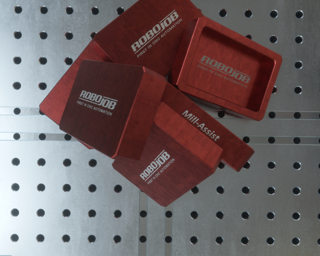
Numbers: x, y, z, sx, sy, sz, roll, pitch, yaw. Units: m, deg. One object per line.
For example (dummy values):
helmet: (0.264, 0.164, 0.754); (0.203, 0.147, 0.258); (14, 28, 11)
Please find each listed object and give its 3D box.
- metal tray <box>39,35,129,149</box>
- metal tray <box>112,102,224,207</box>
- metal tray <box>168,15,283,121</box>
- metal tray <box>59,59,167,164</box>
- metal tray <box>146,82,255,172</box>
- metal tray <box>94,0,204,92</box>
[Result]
metal tray: (-0.081, -0.048, 0.410); (0.090, 0.030, 0.130); (39, 90, -1)
metal tray: (0.003, 0.038, 0.365); (0.090, 0.129, 0.030); (38, 51, 0)
metal tray: (0.083, -0.070, 0.387); (0.131, 0.030, 0.090); (18, 90, -23)
metal tray: (-0.058, -0.024, 0.337); (0.030, 0.130, 0.090); (19, 90, -42)
metal tray: (0.044, -0.003, 0.380); (0.130, 0.090, 0.030); (38, 90, 0)
metal tray: (-0.007, -0.114, 0.392); (0.130, 0.030, 0.090); (-44, 93, -14)
